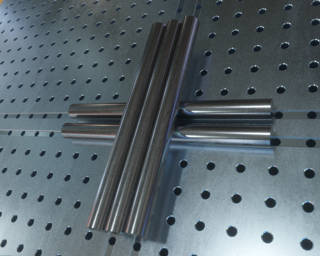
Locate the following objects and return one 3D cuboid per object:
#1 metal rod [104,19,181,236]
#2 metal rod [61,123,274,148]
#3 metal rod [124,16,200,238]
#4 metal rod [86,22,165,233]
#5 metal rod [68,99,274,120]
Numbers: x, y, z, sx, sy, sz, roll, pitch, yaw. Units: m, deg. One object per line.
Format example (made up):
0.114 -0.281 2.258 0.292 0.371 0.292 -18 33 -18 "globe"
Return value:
-0.013 -0.019 0.394 0.025 0.025 0.300 1 62 28 "metal rod"
-0.011 0.007 0.408 0.300 0.025 0.025 1 62 28 "metal rod"
0.010 -0.020 0.383 0.025 0.025 0.300 1 62 28 "metal rod"
-0.035 -0.019 0.405 0.025 0.025 0.300 1 62 28 "metal rod"
-0.004 -0.024 0.424 0.300 0.025 0.025 1 62 28 "metal rod"
